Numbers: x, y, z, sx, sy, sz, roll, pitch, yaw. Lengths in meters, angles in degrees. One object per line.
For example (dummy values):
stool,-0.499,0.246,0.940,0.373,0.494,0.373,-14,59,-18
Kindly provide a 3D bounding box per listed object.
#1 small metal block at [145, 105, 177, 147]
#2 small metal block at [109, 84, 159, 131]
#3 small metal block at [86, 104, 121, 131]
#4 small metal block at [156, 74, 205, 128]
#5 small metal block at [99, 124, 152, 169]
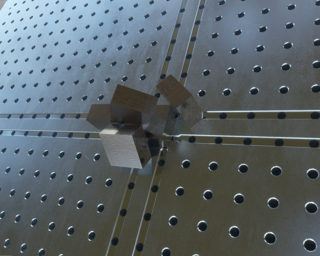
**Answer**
small metal block,-0.009,-0.003,0.416,0.050,0.025,0.050,2,63,28
small metal block,-0.033,-0.024,0.380,0.050,0.050,0.025,18,67,-4
small metal block,-0.065,-0.010,0.433,0.050,0.050,0.025,1,63,30
small metal block,0.027,-0.034,0.400,0.025,0.050,0.050,-40,51,1
small metal block,-0.044,0.023,0.399,0.050,0.050,0.025,1,31,29
